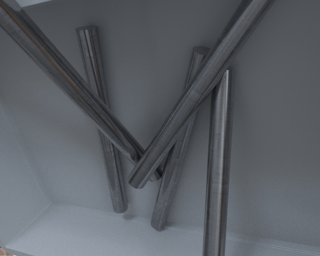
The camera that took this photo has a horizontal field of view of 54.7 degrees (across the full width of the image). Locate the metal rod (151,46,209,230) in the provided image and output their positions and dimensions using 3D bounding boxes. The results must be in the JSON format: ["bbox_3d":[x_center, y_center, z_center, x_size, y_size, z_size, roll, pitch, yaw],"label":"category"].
[{"bbox_3d":[0.022,0.036,0.418,0.025,0.025,0.298,22,127,14],"label":"metal rod"}]

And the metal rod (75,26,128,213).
[{"bbox_3d":[-0.079,0.007,0.452,0.025,0.025,0.298,9,122,23],"label":"metal rod"}]

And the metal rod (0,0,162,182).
[{"bbox_3d":[-0.072,-0.019,0.353,0.025,0.025,0.300,-4,142,30],"label":"metal rod"}]

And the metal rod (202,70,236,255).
[{"bbox_3d":[0.063,0.087,0.348,0.025,0.025,0.298,5,95,25],"label":"metal rod"}]

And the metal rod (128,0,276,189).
[{"bbox_3d":[0.036,-0.034,0.335,0.025,0.025,0.298,35,123,4],"label":"metal rod"}]
